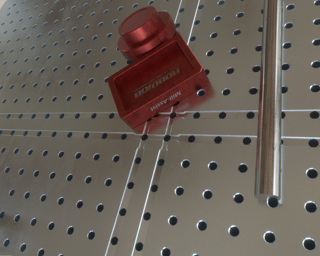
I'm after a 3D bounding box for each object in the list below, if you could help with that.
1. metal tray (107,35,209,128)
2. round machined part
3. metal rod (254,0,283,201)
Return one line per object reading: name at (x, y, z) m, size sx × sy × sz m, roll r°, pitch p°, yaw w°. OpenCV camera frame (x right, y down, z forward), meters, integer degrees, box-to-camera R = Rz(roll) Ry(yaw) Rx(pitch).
metal tray at (-0.006, -0.069, 0.450) m, size 0.130 × 0.030 × 0.090 m, roll -30°, pitch 52°, yaw 8°
round machined part at (-0.027, -0.156, 0.495) m, size 0.098 × 0.042 × 0.098 m, roll -20°, pitch 41°, yaw 19°
metal rod at (0.134, -0.062, 0.375) m, size 0.025 × 0.025 × 0.300 m, roll -3°, pitch 60°, yaw 27°
